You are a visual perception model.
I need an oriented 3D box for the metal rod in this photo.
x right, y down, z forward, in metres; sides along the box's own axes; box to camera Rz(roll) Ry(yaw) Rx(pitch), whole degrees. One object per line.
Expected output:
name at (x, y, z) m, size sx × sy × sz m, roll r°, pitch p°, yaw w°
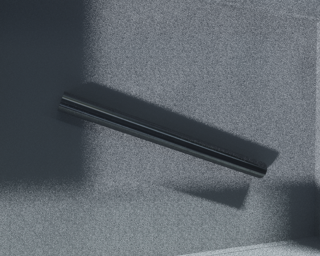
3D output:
metal rod at (0.017, 0.016, 0.415) m, size 0.302 × 0.025 × 0.025 m, roll 20°, pitch 84°, yaw -19°
